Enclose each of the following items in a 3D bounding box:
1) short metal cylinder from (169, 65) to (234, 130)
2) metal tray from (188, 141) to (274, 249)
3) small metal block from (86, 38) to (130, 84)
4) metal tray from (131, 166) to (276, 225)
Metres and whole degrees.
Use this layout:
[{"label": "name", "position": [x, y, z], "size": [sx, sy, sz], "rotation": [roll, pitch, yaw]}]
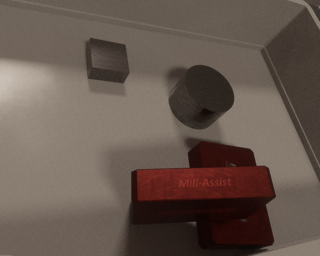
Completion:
[{"label": "short metal cylinder", "position": [0.060, -0.044, 0.451], "size": [0.081, 0.050, 0.080], "rotation": [14, 56, -21]}, {"label": "metal tray", "position": [0.089, 0.086, 0.400], "size": [0.091, 0.030, 0.130], "rotation": [10, 57, -23]}, {"label": "small metal block", "position": [-0.072, -0.092, 0.424], "size": [0.050, 0.025, 0.050], "rotation": [4, 60, -27]}, {"label": "metal tray", "position": [0.037, 0.071, 0.316], "size": [0.131, 0.090, 0.030], "rotation": [-1, 61, -6]}]
